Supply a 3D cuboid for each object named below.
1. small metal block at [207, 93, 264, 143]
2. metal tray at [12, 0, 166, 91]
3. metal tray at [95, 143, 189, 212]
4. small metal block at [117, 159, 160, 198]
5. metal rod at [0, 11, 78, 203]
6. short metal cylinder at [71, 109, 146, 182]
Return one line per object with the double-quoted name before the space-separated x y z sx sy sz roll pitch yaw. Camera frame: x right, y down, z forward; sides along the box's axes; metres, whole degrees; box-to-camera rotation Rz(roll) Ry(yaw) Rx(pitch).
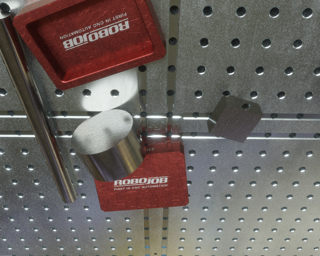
"small metal block" 0.096 -0.012 0.402 0.050 0.025 0.050 15 129 -13
"metal tray" -0.069 -0.099 0.323 0.130 0.030 0.090 -16 129 12
"metal tray" -0.027 0.073 0.452 0.131 0.030 0.089 -5 112 4
"small metal block" -0.031 0.079 0.478 0.050 0.025 0.050 -15 129 12
"metal rod" -0.155 0.000 0.409 0.025 0.025 0.298 -3 130 2
"short metal cylinder" -0.064 0.021 0.393 0.080 0.080 0.050 -13 129 10
